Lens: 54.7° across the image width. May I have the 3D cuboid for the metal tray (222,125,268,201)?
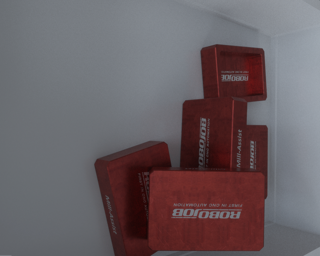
[{"bbox_3d":[0.145,0.059,0.525,0.091,0.030,0.129,0,90,-40],"label":"metal tray"}]

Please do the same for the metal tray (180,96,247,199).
[{"bbox_3d":[0.070,0.026,0.422,0.030,0.090,0.129,4,87,-40],"label":"metal tray"}]

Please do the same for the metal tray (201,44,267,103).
[{"bbox_3d":[0.124,-0.086,0.506,0.131,0.030,0.089,-8,96,-40],"label":"metal tray"}]

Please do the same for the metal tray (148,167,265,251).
[{"bbox_3d":[0.052,0.092,0.360,0.131,0.030,0.089,1,89,-3],"label":"metal tray"}]

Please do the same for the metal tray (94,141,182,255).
[{"bbox_3d":[-0.022,0.089,0.385,0.091,0.030,0.129,-18,101,-39],"label":"metal tray"}]
